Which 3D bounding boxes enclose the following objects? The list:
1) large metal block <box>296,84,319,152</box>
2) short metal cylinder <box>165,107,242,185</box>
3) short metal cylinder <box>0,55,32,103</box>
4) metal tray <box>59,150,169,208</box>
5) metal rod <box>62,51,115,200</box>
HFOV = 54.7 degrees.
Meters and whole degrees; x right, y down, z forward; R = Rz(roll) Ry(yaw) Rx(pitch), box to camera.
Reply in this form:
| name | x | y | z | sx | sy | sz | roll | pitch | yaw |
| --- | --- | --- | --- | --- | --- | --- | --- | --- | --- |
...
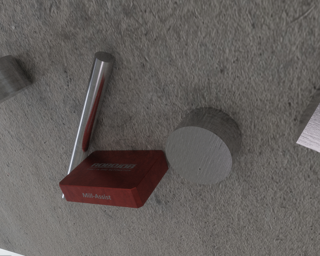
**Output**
| name | x | y | z | sx | sy | sz | roll | pitch | yaw |
| --- | --- | --- | --- | --- | --- | --- | --- | --- | --- |
| large metal block | 0.185 | -0.013 | 0.285 | 0.080 | 0.050 | 0.079 | 24 | 127 | 13 |
| short metal cylinder | 0.053 | 0.021 | 0.376 | 0.080 | 0.050 | 0.079 | 13 | 124 | 21 |
| short metal cylinder | -0.240 | -0.066 | 0.457 | 0.080 | 0.080 | 0.050 | -19 | 108 | 35 |
| metal tray | -0.065 | 0.068 | 0.440 | 0.130 | 0.090 | 0.030 | -3 | 117 | 29 |
| metal rod | -0.119 | 0.017 | 0.479 | 0.025 | 0.025 | 0.298 | 31 | 128 | 8 |
